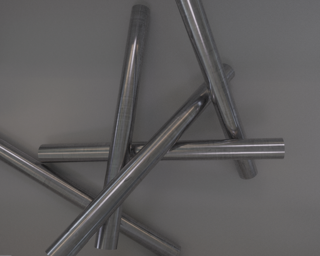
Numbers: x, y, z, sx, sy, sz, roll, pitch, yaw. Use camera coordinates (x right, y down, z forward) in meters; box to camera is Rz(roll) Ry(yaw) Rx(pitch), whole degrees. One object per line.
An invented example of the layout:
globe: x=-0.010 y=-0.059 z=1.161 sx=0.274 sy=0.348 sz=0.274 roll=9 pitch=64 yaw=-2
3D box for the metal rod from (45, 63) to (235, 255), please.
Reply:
metal rod: x=-0.006 y=0.025 z=0.354 sx=0.025 sy=0.025 sz=0.301 roll=43 pitch=67 yaw=0

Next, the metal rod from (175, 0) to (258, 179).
metal rod: x=0.061 y=-0.063 z=0.352 sx=0.025 sy=0.025 sz=0.299 roll=-25 pitch=115 yaw=0

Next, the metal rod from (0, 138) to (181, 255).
metal rod: x=-0.107 y=0.090 z=0.410 sx=0.301 sy=0.025 sz=0.025 roll=31 pitch=90 yaw=0

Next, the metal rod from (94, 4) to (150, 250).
metal rod: x=-0.042 y=-0.013 z=0.375 sx=0.025 sy=0.025 sz=0.299 roll=7 pitch=76 yaw=0

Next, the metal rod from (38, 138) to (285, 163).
metal rod: x=-0.006 y=0.029 z=0.385 sx=0.301 sy=0.025 sz=0.025 roll=-2 pitch=90 yaw=10
